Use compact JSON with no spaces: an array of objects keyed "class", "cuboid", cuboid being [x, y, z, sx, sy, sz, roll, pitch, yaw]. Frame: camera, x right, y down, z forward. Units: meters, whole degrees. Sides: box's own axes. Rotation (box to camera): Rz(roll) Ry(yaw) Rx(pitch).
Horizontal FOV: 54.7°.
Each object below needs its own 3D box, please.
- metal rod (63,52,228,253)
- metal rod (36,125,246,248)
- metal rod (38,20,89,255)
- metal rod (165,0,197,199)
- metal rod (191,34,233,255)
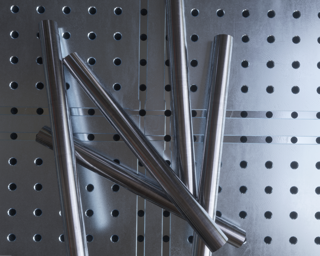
[{"class":"metal rod","cuboid":[-0.025,0.022,0.385,0.025,0.025,0.300,-39,79,0]},{"class":"metal rod","cuboid":[-0.025,0.078,0.413,0.301,0.025,0.025,28,90,-1]},{"class":"metal rod","cuboid":[-0.123,0.007,0.388,0.025,0.025,0.298,-10,81,0]},{"class":"metal rod","cuboid":[0.027,-0.058,0.407,0.025,0.025,0.298,-4,88,-1]},{"class":"metal rod","cuboid":[0.067,0.027,0.398,0.025,0.025,0.298,7,84,-1]}]
